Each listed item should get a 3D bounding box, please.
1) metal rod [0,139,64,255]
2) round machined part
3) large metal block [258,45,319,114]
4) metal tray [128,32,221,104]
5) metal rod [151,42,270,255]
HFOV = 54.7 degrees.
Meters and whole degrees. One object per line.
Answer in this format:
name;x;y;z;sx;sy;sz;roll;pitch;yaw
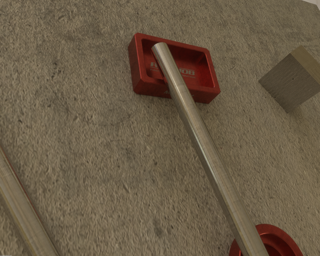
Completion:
metal rod;-0.137;0.063;0.291;0.025;0.025;0.299;-25;76;-37
round machined part;0.120;0.165;0.359;0.099;0.042;0.098;14;56;-21
large metal block;0.240;-0.086;0.554;0.050;0.080;0.080;-34;81;-38
metal tray;0.022;-0.088;0.467;0.131;0.030;0.090;5;59;-26
metal rod;0.051;0.015;0.377;0.025;0.025;0.299;-7;63;-32
